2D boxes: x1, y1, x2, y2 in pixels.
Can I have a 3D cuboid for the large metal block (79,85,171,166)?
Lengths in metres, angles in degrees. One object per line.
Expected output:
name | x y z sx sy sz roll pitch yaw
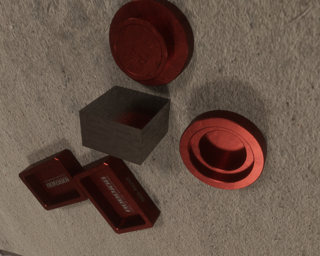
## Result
large metal block | -0.041 -0.007 0.387 0.080 0.080 0.050 16 125 18

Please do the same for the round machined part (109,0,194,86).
round machined part | -0.016 -0.092 0.346 0.098 0.042 0.097 13 124 20

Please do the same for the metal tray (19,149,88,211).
metal tray | -0.187 0.097 0.558 0.130 0.030 0.090 -22 107 36

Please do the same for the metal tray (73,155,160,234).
metal tray | -0.071 0.111 0.507 0.090 0.030 0.130 -25 105 36

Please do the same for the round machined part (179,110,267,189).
round machined part | 0.076 0.022 0.368 0.098 0.042 0.097 13 124 20
